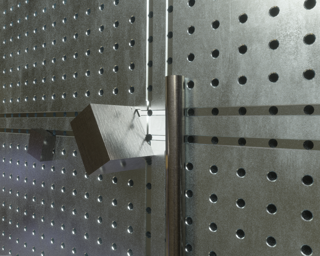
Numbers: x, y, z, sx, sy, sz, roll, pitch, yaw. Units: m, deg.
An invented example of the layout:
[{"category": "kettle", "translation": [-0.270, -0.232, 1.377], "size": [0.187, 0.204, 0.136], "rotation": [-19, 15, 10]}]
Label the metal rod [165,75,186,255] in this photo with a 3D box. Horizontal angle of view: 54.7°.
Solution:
[{"category": "metal rod", "translation": [0.020, 0.084, 0.393], "size": [0.025, 0.025, 0.298], "rotation": [-1, 90, 40]}]

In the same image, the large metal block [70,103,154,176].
[{"category": "large metal block", "translation": [-0.065, 0.015, 0.428], "size": [0.050, 0.081, 0.080], "rotation": [-36, 68, 34]}]

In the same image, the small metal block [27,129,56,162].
[{"category": "small metal block", "translation": [-0.229, 0.032, 0.599], "size": [0.050, 0.025, 0.050], "rotation": [21, 103, 38]}]
